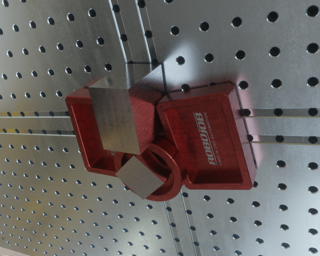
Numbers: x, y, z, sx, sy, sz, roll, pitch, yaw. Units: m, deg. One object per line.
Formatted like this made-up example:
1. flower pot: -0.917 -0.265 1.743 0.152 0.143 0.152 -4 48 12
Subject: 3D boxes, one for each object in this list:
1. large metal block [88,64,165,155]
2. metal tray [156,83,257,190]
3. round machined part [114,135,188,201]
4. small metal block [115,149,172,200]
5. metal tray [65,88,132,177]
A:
1. large metal block: -0.033 -0.026 0.372 0.050 0.080 0.079 6 121 25
2. metal tray: 0.059 0.016 0.381 0.090 0.030 0.129 -7 115 31
3. round machined part: -0.009 0.047 0.417 0.098 0.042 0.097 13 124 21
4. small metal block: -0.022 0.058 0.399 0.050 0.025 0.050 43 129 -2
5. metal tray: -0.078 0.010 0.450 0.090 0.030 0.129 6 121 25
